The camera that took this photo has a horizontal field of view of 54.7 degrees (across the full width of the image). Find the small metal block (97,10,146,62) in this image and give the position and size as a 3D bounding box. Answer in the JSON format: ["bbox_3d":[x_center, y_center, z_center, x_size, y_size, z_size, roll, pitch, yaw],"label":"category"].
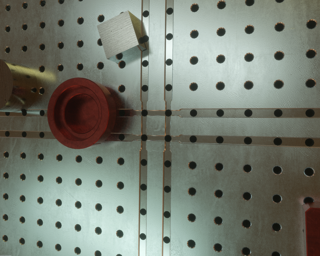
[{"bbox_3d":[-0.054,-0.126,0.430,0.050,0.025,0.050,-19,84,18],"label":"small metal block"}]

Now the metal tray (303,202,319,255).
[{"bbox_3d":[0.208,0.150,0.337,0.090,0.030,0.129,-2,89,19],"label":"metal tray"}]

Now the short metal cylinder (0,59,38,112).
[{"bbox_3d":[-0.241,-0.065,0.482,0.080,0.050,0.079,0,90,19],"label":"short metal cylinder"}]

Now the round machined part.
[{"bbox_3d":[-0.106,-0.020,0.439,0.098,0.042,0.097,0,90,19],"label":"round machined part"}]
